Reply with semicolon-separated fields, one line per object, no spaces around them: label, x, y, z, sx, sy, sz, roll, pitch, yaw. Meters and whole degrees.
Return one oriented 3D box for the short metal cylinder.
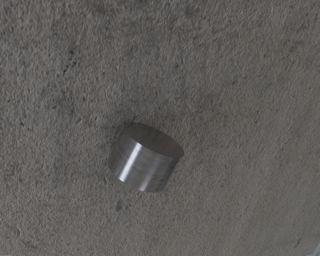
short metal cylinder;-0.017;0.034;0.382;0.081;0.080;0.050;15;110;-35
